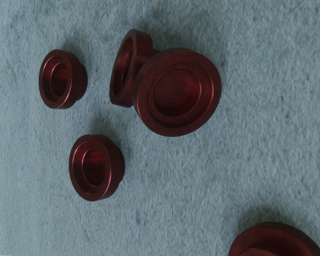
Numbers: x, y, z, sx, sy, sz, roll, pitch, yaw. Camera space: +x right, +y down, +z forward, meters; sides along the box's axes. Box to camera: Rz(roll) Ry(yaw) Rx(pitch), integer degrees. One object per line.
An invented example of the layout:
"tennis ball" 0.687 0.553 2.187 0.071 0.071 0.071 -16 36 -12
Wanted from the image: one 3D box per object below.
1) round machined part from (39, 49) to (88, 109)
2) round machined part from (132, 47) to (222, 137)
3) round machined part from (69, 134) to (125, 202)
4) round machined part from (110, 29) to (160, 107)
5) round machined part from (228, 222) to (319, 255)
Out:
"round machined part" -0.160 -0.080 0.523 0.098 0.042 0.097 0 90 39
"round machined part" 0.016 -0.042 0.349 0.097 0.099 0.042 -67 29 18
"round machined part" -0.091 0.058 0.466 0.098 0.042 0.097 0 90 39
"round machined part" -0.029 -0.073 0.398 0.098 0.042 0.098 -43 40 52
"round machined part" 0.110 0.146 0.302 0.098 0.042 0.097 0 90 39
